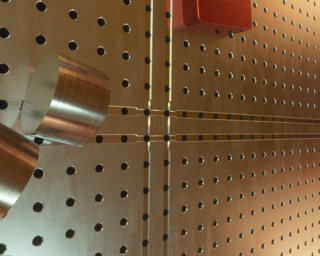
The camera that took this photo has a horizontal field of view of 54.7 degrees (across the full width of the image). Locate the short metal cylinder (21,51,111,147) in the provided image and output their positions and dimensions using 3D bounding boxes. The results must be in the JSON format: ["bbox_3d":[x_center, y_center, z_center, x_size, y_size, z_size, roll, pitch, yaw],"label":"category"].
[{"bbox_3d":[-0.091,-0.026,0.297,0.050,0.080,0.080,19,78,-39],"label":"short metal cylinder"}]

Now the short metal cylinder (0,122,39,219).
[{"bbox_3d":[-0.146,0.034,0.251,0.050,0.080,0.080,40,66,-33],"label":"short metal cylinder"}]

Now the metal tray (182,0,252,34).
[{"bbox_3d":[0.091,-0.200,0.481,0.131,0.030,0.089,-8,96,-40],"label":"metal tray"}]
